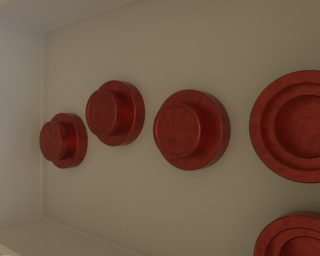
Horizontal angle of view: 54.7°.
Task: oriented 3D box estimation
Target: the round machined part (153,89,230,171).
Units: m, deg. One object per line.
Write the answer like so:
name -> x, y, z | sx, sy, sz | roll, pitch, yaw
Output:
round machined part -> 0.030, 0.002, 0.371 | 0.098, 0.042, 0.097 | 0, 90, 40

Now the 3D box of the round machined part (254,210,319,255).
round machined part -> 0.140, 0.124, 0.280 | 0.098, 0.042, 0.097 | 0, 90, 40

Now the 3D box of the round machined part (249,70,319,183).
round machined part -> 0.137, -0.001, 0.283 | 0.098, 0.042, 0.097 | 0, 90, 40

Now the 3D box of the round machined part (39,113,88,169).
round machined part -> -0.173, 0.022, 0.539 | 0.098, 0.042, 0.097 | 0, 90, 40

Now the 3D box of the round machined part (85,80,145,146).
round machined part -> -0.072, -0.022, 0.456 | 0.098, 0.042, 0.097 | 0, 90, 40
